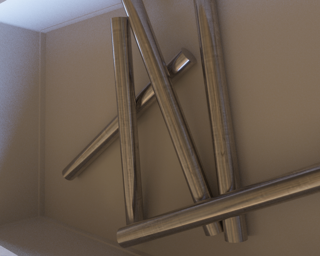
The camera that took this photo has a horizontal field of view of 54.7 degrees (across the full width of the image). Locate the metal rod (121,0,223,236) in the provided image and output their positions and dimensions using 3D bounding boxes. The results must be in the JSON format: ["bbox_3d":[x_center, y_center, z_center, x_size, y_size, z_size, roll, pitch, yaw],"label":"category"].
[{"bbox_3d":[0.014,-0.022,0.368,0.025,0.025,0.299,-24,83,37],"label":"metal rod"}]

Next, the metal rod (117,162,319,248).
[{"bbox_3d":[0.076,0.076,0.312,0.300,0.025,0.025,-26,74,27],"label":"metal rod"}]

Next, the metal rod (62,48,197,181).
[{"bbox_3d":[-0.061,-0.005,0.454,0.299,0.025,0.025,-41,65,32],"label":"metal rod"}]

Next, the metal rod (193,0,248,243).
[{"bbox_3d":[0.066,-0.027,0.350,0.025,0.025,0.298,-11,83,39],"label":"metal rod"}]

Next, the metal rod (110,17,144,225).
[{"bbox_3d":[-0.042,0.009,0.412,0.025,0.025,0.298,3,100,39],"label":"metal rod"}]
